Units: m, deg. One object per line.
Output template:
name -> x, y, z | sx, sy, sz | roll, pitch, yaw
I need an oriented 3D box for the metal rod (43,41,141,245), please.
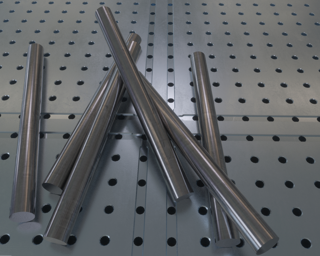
metal rod -> -0.074, -0.006, 0.397 | 0.025, 0.025, 0.300 | 10, 55, 8

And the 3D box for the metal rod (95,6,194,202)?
metal rod -> -0.029, -0.048, 0.405 | 0.025, 0.025, 0.299 | -18, 65, -14

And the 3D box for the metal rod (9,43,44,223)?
metal rod -> -0.176, -0.018, 0.422 | 0.025, 0.025, 0.300 | -9, 51, -7

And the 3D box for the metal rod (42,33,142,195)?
metal rod -> -0.082, -0.043, 0.443 | 0.025, 0.025, 0.300 | 12, 51, 9

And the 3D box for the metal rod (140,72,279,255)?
metal rod -> 0.029, 0.014, 0.373 | 0.025, 0.025, 0.300 | -21, 46, -17

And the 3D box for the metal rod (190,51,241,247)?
metal rod -> 0.065, 0.001, 0.407 | 0.025, 0.025, 0.300 | -1, 50, -1
